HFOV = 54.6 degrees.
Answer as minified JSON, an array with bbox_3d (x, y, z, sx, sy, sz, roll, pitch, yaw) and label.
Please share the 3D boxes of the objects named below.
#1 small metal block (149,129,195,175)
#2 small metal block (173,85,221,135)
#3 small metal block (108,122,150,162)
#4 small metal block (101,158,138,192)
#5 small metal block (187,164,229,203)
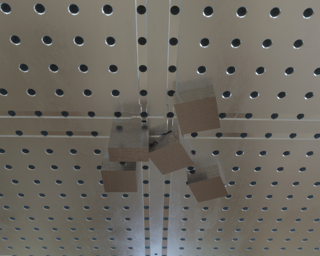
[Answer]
[{"bbox_3d":[0.015,0.035,0.442,0.050,0.025,0.050,-22,127,17],"label":"small metal block"},{"bbox_3d":[0.047,-0.022,0.393,0.050,0.025,0.050,-11,130,9],"label":"small metal block"},{"bbox_3d":[-0.039,0.018,0.410,0.050,0.050,0.025,0,130,0],"label":"small metal block"},{"bbox_3d":[-0.060,0.072,0.472,0.050,0.025,0.050,0,130,0],"label":"small metal block"},{"bbox_3d":[0.075,0.087,0.486,0.050,0.025,0.050,-18,128,14],"label":"small metal block"}]
